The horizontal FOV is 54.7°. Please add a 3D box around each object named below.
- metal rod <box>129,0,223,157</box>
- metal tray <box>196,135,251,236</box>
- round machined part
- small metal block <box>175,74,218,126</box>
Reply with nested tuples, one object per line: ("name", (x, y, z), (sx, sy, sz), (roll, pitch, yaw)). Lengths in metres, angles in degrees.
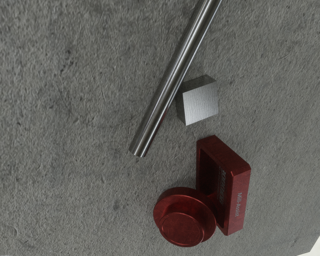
("metal rod", (0.033, -0.096, 0.367), (0.025, 0.025, 0.298), (14, 111, -35))
("metal tray", (0.091, 0.087, 0.470), (0.030, 0.090, 0.129), (-17, 126, -20))
("round machined part", (0.036, 0.142, 0.471), (0.098, 0.042, 0.097), (7, 119, 14))
("small metal block", (0.049, -0.037, 0.412), (0.050, 0.025, 0.050), (-21, 127, -16))
